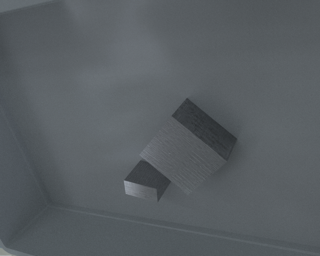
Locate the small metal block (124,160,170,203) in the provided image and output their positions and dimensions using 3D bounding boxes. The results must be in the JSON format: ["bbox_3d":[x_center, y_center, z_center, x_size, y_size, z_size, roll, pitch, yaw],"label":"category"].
[{"bbox_3d":[-0.016,0.076,0.446,0.050,0.050,0.025,10,123,22],"label":"small metal block"}]

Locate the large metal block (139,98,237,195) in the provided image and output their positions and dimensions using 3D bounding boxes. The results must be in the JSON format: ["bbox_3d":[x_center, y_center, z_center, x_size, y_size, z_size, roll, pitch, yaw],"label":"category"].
[{"bbox_3d":[0.035,0.024,0.388,0.080,0.050,0.080,40,129,1],"label":"large metal block"}]
